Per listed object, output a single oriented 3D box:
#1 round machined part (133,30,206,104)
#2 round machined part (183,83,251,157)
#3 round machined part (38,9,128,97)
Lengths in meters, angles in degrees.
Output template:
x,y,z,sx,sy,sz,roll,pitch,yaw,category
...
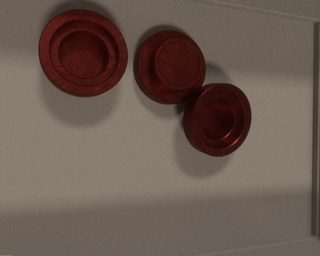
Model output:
x,y,z,sx,sy,sz,roll,pitch,yaw,category
0.018,-0.081,0.409,0.099,0.042,0.097,0,90,-20,round machined part
0.073,-0.013,0.424,0.099,0.042,0.097,-5,101,-26,round machined part
-0.091,-0.085,0.368,0.099,0.042,0.097,0,90,-21,round machined part
